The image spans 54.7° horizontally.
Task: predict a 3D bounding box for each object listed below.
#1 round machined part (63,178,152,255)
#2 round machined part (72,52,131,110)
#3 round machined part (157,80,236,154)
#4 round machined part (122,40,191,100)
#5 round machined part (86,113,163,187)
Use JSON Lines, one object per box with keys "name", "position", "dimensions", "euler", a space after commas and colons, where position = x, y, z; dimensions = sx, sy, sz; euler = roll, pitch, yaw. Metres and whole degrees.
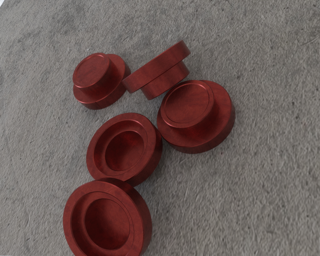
{"name": "round machined part", "position": [-0.053, 0.103, 0.340], "dimensions": [0.098, 0.042, 0.097], "euler": [1, 93, 22]}
{"name": "round machined part", "position": [-0.099, -0.081, 0.495], "dimensions": [0.098, 0.042, 0.098], "euler": [-13, 56, 21]}
{"name": "round machined part", "position": [0.040, -0.021, 0.385], "dimensions": [0.098, 0.042, 0.098], "euler": [-13, 56, 21]}
{"name": "round machined part", "position": [0.001, -0.073, 0.416], "dimensions": [0.098, 0.042, 0.098], "euler": [-33, 11, 7]}
{"name": "round machined part", "position": [-0.041, 0.033, 0.395], "dimensions": [0.098, 0.042, 0.098], "euler": [-13, 56, 21]}
